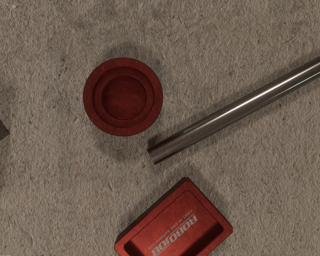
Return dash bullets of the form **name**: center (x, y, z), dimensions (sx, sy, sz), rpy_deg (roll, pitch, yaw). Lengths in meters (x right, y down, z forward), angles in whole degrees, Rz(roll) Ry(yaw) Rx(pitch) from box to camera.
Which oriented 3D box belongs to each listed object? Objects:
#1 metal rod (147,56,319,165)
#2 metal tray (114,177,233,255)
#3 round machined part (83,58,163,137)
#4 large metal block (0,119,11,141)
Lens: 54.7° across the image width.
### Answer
- **metal rod**: center (0.121, -0.033, 0.411), dimensions (0.301, 0.025, 0.025), rpy_deg (-28, 90, -1)
- **metal tray**: center (0.017, 0.140, 0.407), dimensions (0.130, 0.030, 0.090), rpy_deg (-42, 91, -1)
- **round machined part**: center (-0.045, -0.038, 0.401), dimensions (0.099, 0.042, 0.097), rpy_deg (0, 90, -1)
- **large metal block**: center (-0.250, 0.011, 0.379), dimensions (0.080, 0.080, 0.050), rpy_deg (-36, 90, 0)
